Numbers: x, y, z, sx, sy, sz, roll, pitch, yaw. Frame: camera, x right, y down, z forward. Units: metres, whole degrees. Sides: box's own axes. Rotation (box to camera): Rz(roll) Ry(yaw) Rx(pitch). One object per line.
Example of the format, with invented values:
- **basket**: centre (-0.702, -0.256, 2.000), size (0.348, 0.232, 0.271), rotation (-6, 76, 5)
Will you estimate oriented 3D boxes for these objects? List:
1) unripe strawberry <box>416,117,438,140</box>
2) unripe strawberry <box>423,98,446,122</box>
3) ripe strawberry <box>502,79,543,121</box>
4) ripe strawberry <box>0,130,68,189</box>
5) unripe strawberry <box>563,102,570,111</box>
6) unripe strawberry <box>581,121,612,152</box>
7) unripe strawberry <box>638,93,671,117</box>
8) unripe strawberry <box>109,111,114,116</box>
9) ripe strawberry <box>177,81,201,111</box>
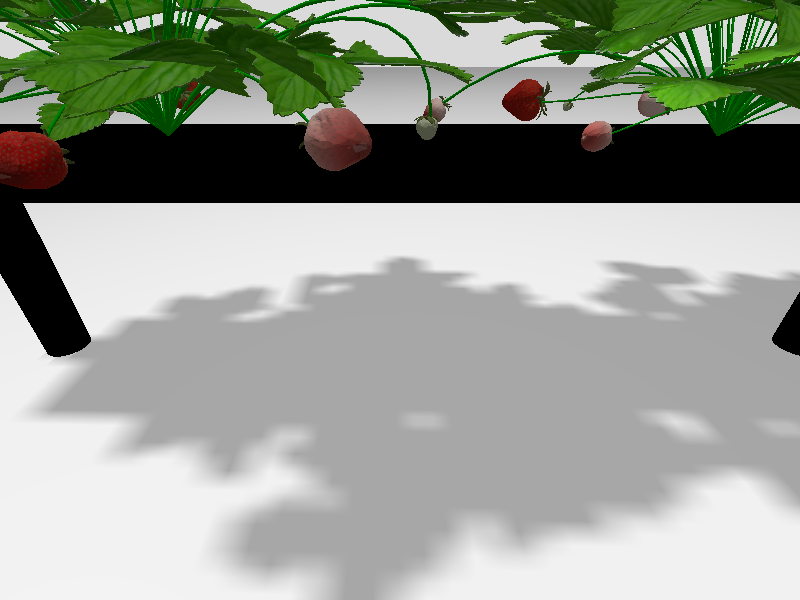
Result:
- **unripe strawberry**: centre (0.019, -0.122, 0.284), size (0.016, 0.015, 0.014), rotation (6, 32, 10)
- **unripe strawberry**: centre (0.032, -0.176, 0.376), size (0.023, 0.020, 0.023), rotation (-30, 18, 30)
- **ripe strawberry**: centre (0.118, -0.192, 0.385), size (0.037, 0.036, 0.040), rotation (16, 35, 25)
- **ripe strawberry**: centre (-0.173, -0.063, 0.184), size (0.030, 0.027, 0.027), rotation (-3, 41, -5)
- **unripe strawberry**: centre (0.192, -0.223, 0.460), size (0.010, 0.011, 0.011), rotation (-13, -14, -20)
- **unripe strawberry**: centre (0.132, -0.110, 0.271), size (0.020, 0.020, 0.019), rotation (-15, 34, -21)
- **unripe strawberry**: centre (0.262, -0.204, 0.410), size (0.035, 0.030, 0.035), rotation (1, 31, 1)
- **unripe strawberry**: centre (-0.317, -0.207, 0.422), size (0.028, 0.027, 0.026), rotation (10, 30, 44)
- **ripe strawberry**: centre (-0.258, -0.247, 0.475), size (0.039, 0.041, 0.042), rotation (-11, 33, -17)
